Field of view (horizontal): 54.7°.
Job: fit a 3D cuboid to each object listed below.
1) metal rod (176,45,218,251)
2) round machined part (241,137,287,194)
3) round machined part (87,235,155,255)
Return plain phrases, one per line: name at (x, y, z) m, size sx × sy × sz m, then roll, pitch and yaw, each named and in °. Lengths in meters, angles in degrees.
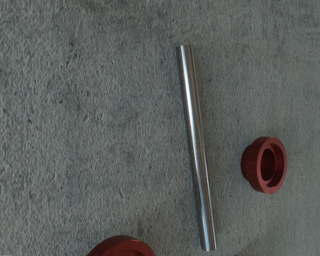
metal rod at (0.054, 0.033, 0.450) m, size 0.025 × 0.025 × 0.298 m, roll -13°, pitch 99°, yaw -39°
round machined part at (0.179, 0.063, 0.544) m, size 0.099 × 0.042 × 0.097 m, roll 0°, pitch 90°, yaw -40°
round machined part at (-0.053, 0.171, 0.350) m, size 0.099 × 0.042 × 0.097 m, roll 0°, pitch 90°, yaw -40°
